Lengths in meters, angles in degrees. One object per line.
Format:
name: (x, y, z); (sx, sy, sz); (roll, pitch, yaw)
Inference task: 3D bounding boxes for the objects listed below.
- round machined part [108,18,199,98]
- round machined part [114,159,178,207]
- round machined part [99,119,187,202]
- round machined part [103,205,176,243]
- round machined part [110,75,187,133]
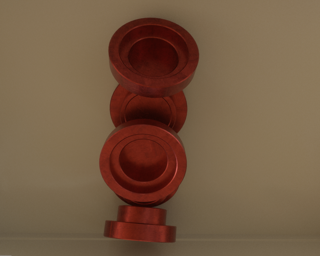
round machined part: (-0.008, -0.075, 0.353); (0.099, 0.098, 0.042); (7, 152, -3)
round machined part: (-0.021, 0.069, 0.425); (0.099, 0.042, 0.097); (0, 110, -1)
round machined part: (-0.019, 0.035, 0.367); (0.099, 0.042, 0.097); (0, 110, -1)
round machined part: (-0.026, 0.132, 0.430); (0.099, 0.098, 0.042); (6, 73, -3)
round machined part: (-0.014, -0.022, 0.392); (0.099, 0.042, 0.097); (0, 110, -1)
